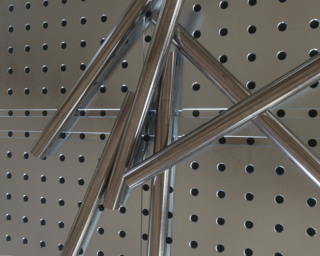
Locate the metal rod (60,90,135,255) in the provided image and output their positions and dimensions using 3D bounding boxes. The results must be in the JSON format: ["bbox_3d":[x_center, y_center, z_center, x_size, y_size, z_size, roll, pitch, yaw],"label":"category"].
[{"bbox_3d":[-0.091,0.089,0.445,0.025,0.025,0.299,26,99,18],"label":"metal rod"}]

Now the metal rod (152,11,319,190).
[{"bbox_3d":[0.097,-0.040,0.378,0.025,0.025,0.300,-46,76,14],"label":"metal rod"}]

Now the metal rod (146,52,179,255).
[{"bbox_3d":[0.002,0.051,0.412,0.025,0.025,0.298,4,91,20],"label":"metal rod"}]

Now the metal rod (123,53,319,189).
[{"bbox_3d":[0.082,-0.010,0.355,0.300,0.025,0.025,-33,80,17],"label":"metal rod"}]

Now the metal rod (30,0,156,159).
[{"bbox_3d":[-0.099,-0.075,0.448,0.025,0.025,0.299,42,103,15],"label":"metal rod"}]

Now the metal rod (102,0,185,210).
[{"bbox_3d":[-0.024,-0.029,0.403,0.025,0.025,0.298,23,104,18],"label":"metal rod"}]
